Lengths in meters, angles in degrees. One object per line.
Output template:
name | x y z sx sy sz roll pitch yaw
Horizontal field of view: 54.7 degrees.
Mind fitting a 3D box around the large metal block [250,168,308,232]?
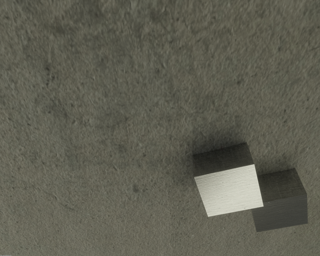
large metal block | 0.184 0.116 0.493 0.080 0.050 0.080 -14 129 11

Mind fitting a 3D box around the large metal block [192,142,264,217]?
large metal block | 0.098 0.076 0.449 0.080 0.050 0.080 -14 120 11
